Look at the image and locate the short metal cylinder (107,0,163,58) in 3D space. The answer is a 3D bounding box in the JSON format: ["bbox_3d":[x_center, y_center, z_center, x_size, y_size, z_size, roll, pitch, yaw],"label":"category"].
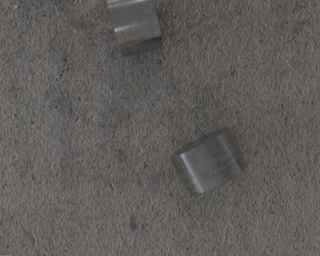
[{"bbox_3d":[-0.031,-0.132,0.382,0.050,0.080,0.080,-15,90,0],"label":"short metal cylinder"}]

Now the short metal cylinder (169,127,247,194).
[{"bbox_3d":[0.059,0.040,0.383,0.080,0.080,0.050,-28,90,0],"label":"short metal cylinder"}]
